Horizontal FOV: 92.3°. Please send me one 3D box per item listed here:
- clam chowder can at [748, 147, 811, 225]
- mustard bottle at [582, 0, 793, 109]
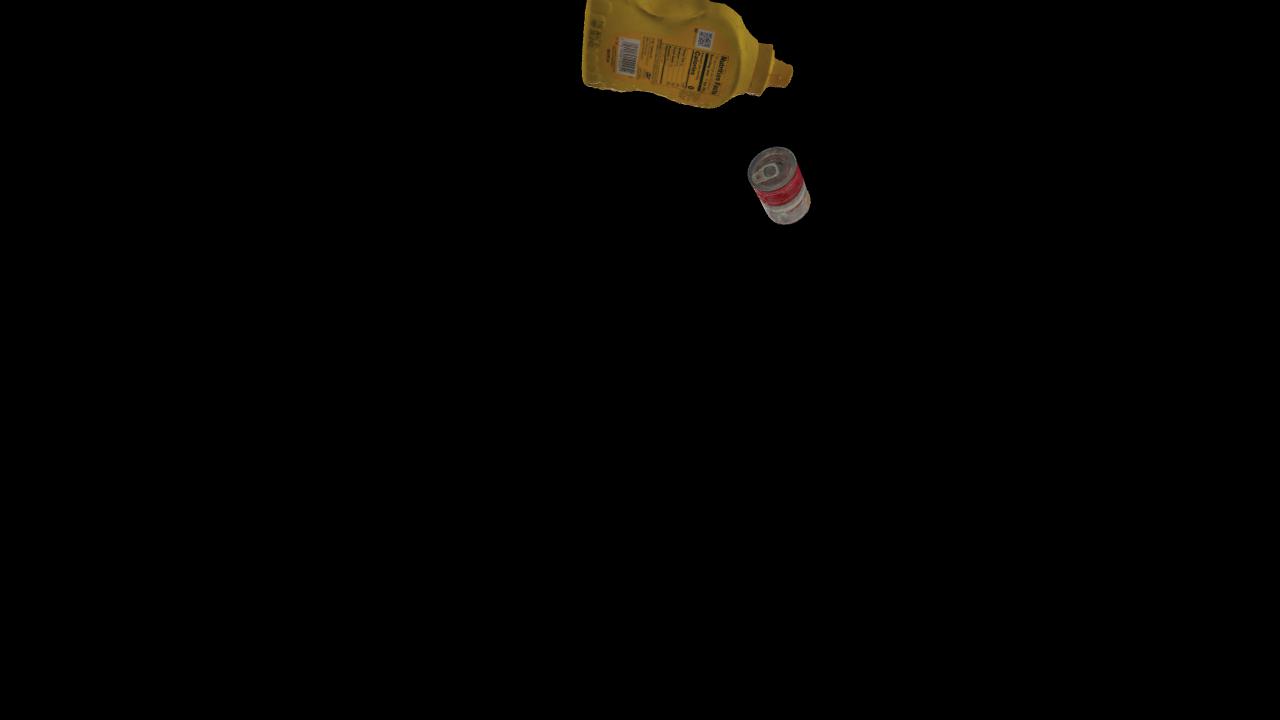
[{"bbox_3d":[0.199,-0.243,0.871,0.068,0.068,0.102,0,-17,27],"label":"clam chowder can"},{"bbox_3d":[0.044,-0.266,0.537,0.184,0.054,0.092,11,-38,-2],"label":"mustard bottle"}]
